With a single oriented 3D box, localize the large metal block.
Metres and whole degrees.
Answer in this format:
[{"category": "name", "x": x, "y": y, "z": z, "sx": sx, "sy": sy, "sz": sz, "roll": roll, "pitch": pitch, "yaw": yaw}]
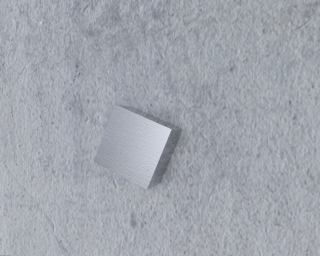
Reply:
[{"category": "large metal block", "x": -0.028, "y": 0.022, "z": 0.404, "sx": 0.080, "sy": 0.050, "sz": 0.080, "roll": 24, "pitch": 98, "yaw": 18}]
